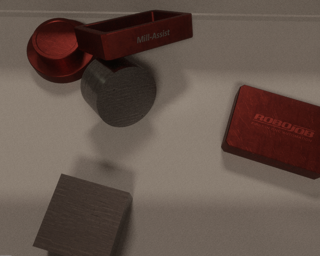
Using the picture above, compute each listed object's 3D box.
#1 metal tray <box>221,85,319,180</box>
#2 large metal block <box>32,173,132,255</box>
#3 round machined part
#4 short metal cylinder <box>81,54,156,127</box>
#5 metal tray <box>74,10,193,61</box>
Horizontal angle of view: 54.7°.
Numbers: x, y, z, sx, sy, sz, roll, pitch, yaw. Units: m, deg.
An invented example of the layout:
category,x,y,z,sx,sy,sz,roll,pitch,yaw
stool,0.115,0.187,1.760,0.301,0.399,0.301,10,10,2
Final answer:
category,x,y,z,sx,sy,sz,roll,pitch,yaw
metal tray,0.156,0.004,0.407,0.131,0.030,0.090,17,71,6
large metal block,-0.084,0.106,0.357,0.080,0.050,0.080,15,71,5
round machined part,-0.141,-0.117,0.442,0.099,0.042,0.098,0,70,-1
short metal cylinder,-0.052,-0.048,0.390,0.080,0.080,0.050,-37,45,-12
metal tray,-0.033,-0.126,0.407,0.131,0.030,0.090,-24,33,-28
